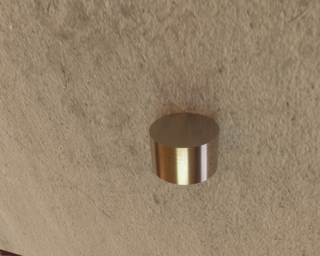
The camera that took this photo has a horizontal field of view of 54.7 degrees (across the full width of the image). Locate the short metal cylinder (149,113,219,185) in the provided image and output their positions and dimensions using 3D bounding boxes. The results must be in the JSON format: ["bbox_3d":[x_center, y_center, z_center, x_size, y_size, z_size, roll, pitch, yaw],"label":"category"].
[{"bbox_3d":[0.029,0.022,0.369,0.080,0.080,0.050,10,123,22],"label":"short metal cylinder"}]
